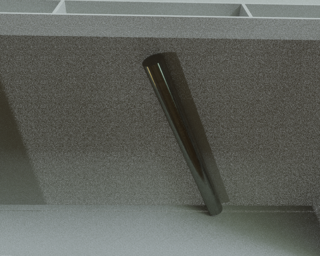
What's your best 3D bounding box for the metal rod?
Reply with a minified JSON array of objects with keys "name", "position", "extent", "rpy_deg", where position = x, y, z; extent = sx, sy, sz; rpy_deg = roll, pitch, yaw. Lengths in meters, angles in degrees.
[{"name":"metal rod","position":[0.043,0.031,0.436],"extent":[0.025,0.025,0.299],"rpy_deg":[-16,129,12]}]
